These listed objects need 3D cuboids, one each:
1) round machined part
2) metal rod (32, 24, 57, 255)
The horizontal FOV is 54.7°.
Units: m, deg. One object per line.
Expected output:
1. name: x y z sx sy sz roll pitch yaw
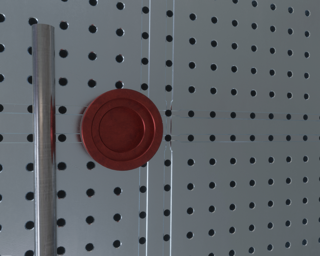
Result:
1. round machined part: -0.049 0.002 0.385 0.099 0.042 0.097 0 90 -20
2. metal rod: -0.135 0.031 0.362 0.025 0.025 0.298 -1 90 -20
